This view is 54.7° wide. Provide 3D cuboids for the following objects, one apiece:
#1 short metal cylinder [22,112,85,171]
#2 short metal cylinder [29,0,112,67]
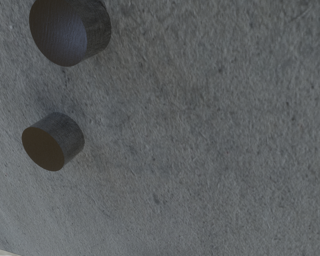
[{"bbox_3d":[-0.168,0.022,0.490,0.080,0.050,0.079,13,124,20],"label":"short metal cylinder"},{"bbox_3d":[-0.106,-0.120,0.371,0.080,0.050,0.079,13,124,20],"label":"short metal cylinder"}]
